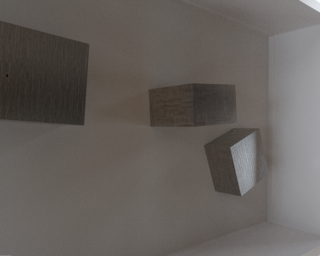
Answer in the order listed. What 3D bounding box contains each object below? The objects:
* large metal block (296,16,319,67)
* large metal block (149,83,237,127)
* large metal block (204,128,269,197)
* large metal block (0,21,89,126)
[{"bbox_3d":[0.360,-0.197,0.699,0.080,0.050,0.080,-50,120,-28],"label":"large metal block"},{"bbox_3d":[0.043,-0.029,0.409,0.081,0.080,0.050,-5,94,-40],"label":"large metal block"},{"bbox_3d":[0.124,0.051,0.497,0.081,0.050,0.080,-25,106,-37],"label":"large metal block"},{"bbox_3d":[-0.118,-0.045,0.292,0.081,0.050,0.080,5,87,-40],"label":"large metal block"}]
